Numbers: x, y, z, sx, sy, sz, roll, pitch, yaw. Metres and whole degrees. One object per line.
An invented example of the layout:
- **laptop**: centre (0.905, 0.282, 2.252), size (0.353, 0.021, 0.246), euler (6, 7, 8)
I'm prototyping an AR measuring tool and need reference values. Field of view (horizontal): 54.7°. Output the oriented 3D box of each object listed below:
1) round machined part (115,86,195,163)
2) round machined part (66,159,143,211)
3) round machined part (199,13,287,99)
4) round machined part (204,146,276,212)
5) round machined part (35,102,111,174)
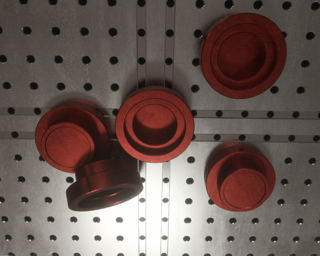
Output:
- **round machined part**: centre (-0.007, -0.007, 0.402), size (0.099, 0.042, 0.097), euler (0, 110, -1)
- **round machined part**: centre (-0.075, 0.074, 0.412), size (0.098, 0.098, 0.042), euler (-22, 65, 7)
- **round machined part**: centre (0.096, -0.087, 0.374), size (0.099, 0.042, 0.097), euler (0, 110, -1)
- **round machined part**: centre (0.114, 0.077, 0.435), size (0.099, 0.042, 0.097), euler (0, 110, -1)
- **round machined part**: centre (-0.116, 0.018, 0.409), size (0.099, 0.042, 0.097), euler (0, 110, -1)
